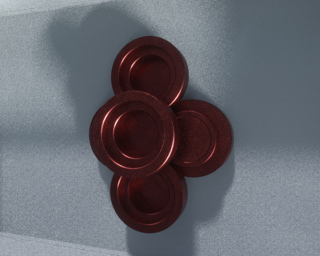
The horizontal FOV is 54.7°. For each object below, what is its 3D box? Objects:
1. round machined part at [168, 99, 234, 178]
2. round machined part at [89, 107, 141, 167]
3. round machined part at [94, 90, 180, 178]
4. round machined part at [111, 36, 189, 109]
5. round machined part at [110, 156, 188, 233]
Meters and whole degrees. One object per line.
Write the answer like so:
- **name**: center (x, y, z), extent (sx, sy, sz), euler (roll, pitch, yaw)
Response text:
- **round machined part**: center (0.039, 0.013, 0.384), extent (0.098, 0.042, 0.097), euler (0, 90, 19)
- **round machined part**: center (-0.054, 0.009, 0.418), extent (0.098, 0.042, 0.097), euler (0, 90, 19)
- **round machined part**: center (-0.024, 0.007, 0.362), extent (0.098, 0.042, 0.097), euler (0, 90, 19)
- **round machined part**: center (-0.010, -0.065, 0.402), extent (0.098, 0.042, 0.097), euler (0, 90, 19)
- **round machined part**: center (-0.011, 0.082, 0.402), extent (0.098, 0.042, 0.097), euler (0, 90, 19)
